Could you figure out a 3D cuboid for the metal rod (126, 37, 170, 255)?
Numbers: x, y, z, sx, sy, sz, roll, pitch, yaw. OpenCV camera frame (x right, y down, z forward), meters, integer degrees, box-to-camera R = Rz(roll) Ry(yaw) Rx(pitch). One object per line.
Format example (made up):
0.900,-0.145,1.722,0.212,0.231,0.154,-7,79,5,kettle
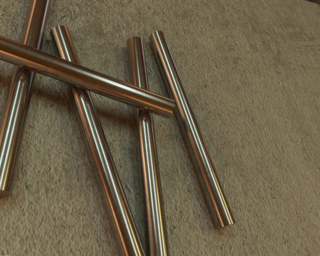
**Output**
-0.019,0.004,0.390,0.025,0.025,0.299,7,59,-25,metal rod

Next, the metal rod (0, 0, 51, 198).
-0.157,-0.069,0.361,0.025,0.025,0.299,11,57,-22,metal rod

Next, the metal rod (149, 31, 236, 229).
0.037,-0.013,0.431,0.025,0.025,0.299,-4,64,-30,metal rod

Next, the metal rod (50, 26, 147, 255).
-0.079,0.004,0.358,0.025,0.025,0.299,-10,67,-32,metal rod

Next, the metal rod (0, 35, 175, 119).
-0.123,-0.070,0.346,0.302,0.025,0.025,19,55,-17,metal rod
